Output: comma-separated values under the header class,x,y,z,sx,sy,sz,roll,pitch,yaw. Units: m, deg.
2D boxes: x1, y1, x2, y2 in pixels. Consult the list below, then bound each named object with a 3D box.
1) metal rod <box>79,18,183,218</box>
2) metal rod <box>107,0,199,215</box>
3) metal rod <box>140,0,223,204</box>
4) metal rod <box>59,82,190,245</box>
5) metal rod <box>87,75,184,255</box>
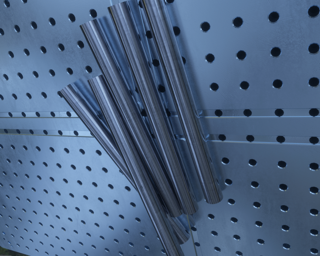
class,x,y,z,sx,sy,sz,roll,pitch,yaw
metal rod,-0.030,0.000,0.427,0.025,0.025,0.299,-11,113,33
metal rod,-0.001,-0.010,0.406,0.025,0.025,0.299,-6,116,31
metal rod,0.029,-0.033,0.375,0.025,0.025,0.299,-6,116,31
metal rod,-0.048,0.060,0.474,0.025,0.025,0.300,-28,103,37
metal rod,-0.030,0.066,0.448,0.025,0.025,0.299,-14,105,34
